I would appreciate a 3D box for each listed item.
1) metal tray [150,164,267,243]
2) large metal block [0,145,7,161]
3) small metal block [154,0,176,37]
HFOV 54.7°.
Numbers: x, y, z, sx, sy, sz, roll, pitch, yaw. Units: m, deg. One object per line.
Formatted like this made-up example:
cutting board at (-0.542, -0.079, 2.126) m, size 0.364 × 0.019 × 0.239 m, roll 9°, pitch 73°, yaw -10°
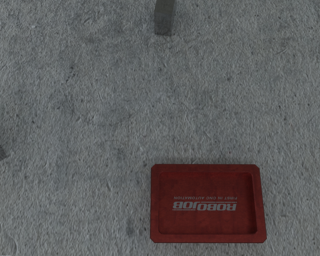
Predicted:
metal tray at (0.054, 0.090, 0.372) m, size 0.131 × 0.030 × 0.090 m, roll 0°, pitch 70°, yaw 0°
large metal block at (-0.244, 0.007, 0.374) m, size 0.050 × 0.080 × 0.080 m, roll -33°, pitch 74°, yaw -11°
small metal block at (0.009, -0.173, 0.458) m, size 0.025 × 0.050 × 0.050 m, roll 10°, pitch 70°, yaw 3°
